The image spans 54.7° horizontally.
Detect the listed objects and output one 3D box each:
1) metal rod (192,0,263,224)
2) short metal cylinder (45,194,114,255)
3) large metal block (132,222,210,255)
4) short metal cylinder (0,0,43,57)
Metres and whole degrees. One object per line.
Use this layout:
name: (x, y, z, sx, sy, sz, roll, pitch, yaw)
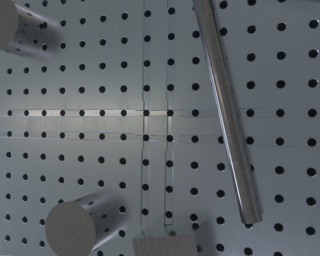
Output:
metal rod: (0.080, -0.034, 0.383, 0.025, 0.025, 0.298, -13, 86, 19)
short metal cylinder: (-0.113, 0.139, 0.439, 0.080, 0.050, 0.080, 0, 90, 20)
large metal block: (0.019, 0.170, 0.393, 0.080, 0.050, 0.080, -12, 86, 19)
short metal cylinder: (-0.232, -0.156, 0.481, 0.080, 0.050, 0.080, 0, 90, 20)
